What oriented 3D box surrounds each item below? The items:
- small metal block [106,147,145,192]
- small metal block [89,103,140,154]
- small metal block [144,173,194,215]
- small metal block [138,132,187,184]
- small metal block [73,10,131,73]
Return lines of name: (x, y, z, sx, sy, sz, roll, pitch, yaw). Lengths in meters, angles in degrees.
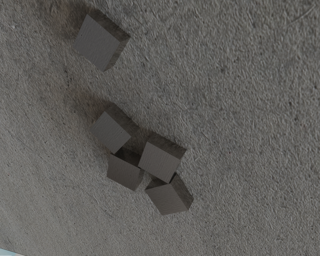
small metal block: (-0.050, 0.061, 0.472, 0.050, 0.025, 0.050, 25, 127, 12)
small metal block: (-0.065, 0.002, 0.442, 0.050, 0.025, 0.050, 44, 129, -3)
small metal block: (0.014, 0.099, 0.461, 0.050, 0.025, 0.050, -23, 107, 36)
small metal block: (0.003, 0.042, 0.432, 0.050, 0.025, 0.050, 29, 128, 9)
small metal block: (-0.072, -0.106, 0.379, 0.050, 0.025, 0.050, 41, 129, 0)
